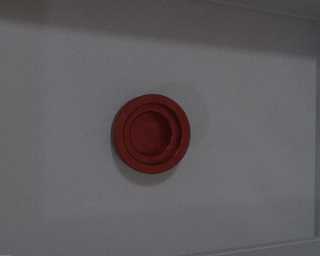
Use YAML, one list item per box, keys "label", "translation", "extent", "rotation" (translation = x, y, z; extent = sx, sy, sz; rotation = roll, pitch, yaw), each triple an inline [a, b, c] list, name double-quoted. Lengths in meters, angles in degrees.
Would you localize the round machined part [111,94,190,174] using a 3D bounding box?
- label: "round machined part"
  translation: [-0.014, 0.007, 0.396]
  extent: [0.099, 0.042, 0.097]
  rotation: [0, 90, -20]
